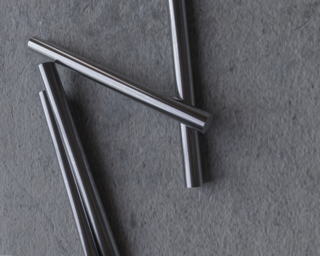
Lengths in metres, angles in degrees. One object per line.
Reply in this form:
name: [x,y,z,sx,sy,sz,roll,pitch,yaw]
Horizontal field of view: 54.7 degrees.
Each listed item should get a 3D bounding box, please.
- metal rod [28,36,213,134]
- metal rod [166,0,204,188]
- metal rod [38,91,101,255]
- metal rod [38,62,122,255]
metal rod: [-0.068,-0.066,0.416,0.300,0.025,0.025,27,99,23]
metal rod: [0.029,-0.075,0.397,0.025,0.025,0.298,-6,88,19]
metal rod: [-0.125,0.087,0.451,0.025,0.025,0.299,-20,84,18]
metal rod: [-0.114,0.049,0.440,0.025,0.025,0.299,-21,86,18]
